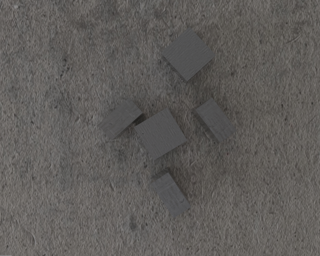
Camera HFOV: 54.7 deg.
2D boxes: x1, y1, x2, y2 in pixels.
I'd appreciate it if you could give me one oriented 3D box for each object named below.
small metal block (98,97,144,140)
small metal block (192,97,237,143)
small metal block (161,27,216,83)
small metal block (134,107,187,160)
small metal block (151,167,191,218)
[{"bbox_3d":[-0.048,-0.011,0.397,0.050,0.050,0.025,-41,90,0],"label":"small metal block"},{"bbox_3d":[0.068,-0.010,0.398,0.025,0.050,0.050,-37,90,0],"label":"small metal block"},{"bbox_3d":[0.036,-0.095,0.410,0.050,0.025,0.050,-43,90,0],"label":"small metal block"},{"bbox_3d":[0.001,0.007,0.410,0.050,0.025,0.050,-31,90,0],"label":"small metal block"},{"bbox_3d":[0.013,0.081,0.398,0.025,0.050,0.050,-34,90,0],"label":"small metal block"}]
